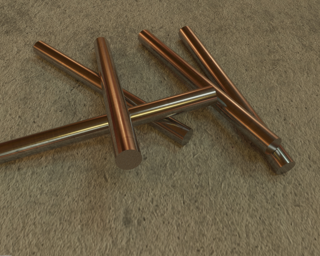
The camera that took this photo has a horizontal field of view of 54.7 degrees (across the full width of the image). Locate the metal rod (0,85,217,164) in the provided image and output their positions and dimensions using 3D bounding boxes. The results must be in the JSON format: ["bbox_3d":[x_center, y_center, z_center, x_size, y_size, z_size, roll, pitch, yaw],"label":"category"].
[{"bbox_3d":[-0.076,-0.002,0.382,0.302,0.025,0.025,-16,52,-5],"label":"metal rod"}]

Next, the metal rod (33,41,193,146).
[{"bbox_3d":[-0.082,-0.060,0.453,0.300,0.025,0.025,32,57,24],"label":"metal rod"}]

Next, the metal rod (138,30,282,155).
[{"bbox_3d":[0.052,-0.069,0.446,0.025,0.025,0.300,-25,50,-20],"label":"metal rod"}]

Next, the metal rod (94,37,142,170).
[{"bbox_3d":[-0.064,-0.056,0.405,0.025,0.025,0.300,-11,37,-9],"label":"metal rod"}]

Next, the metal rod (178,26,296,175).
[{"bbox_3d":[0.096,-0.060,0.454,0.025,0.025,0.300,-16,52,-13],"label":"metal rod"}]
